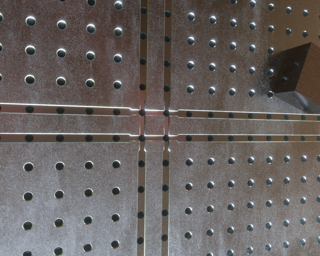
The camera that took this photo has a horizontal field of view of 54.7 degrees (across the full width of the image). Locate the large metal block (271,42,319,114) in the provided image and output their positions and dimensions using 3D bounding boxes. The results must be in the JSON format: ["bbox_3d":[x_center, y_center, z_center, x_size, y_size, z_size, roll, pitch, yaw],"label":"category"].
[{"bbox_3d":[0.236,-0.075,0.488,0.080,0.050,0.080,24,82,-19],"label":"large metal block"}]
